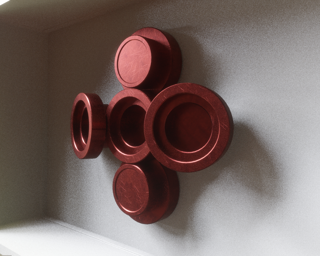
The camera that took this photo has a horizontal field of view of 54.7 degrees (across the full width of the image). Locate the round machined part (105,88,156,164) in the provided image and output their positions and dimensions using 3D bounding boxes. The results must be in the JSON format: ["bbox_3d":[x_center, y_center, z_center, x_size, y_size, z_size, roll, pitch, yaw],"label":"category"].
[{"bbox_3d":[-0.027,-0.003,0.415,0.098,0.042,0.097,0,90,40],"label":"round machined part"}]

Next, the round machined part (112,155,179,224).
[{"bbox_3d":[-0.026,0.080,0.415,0.098,0.042,0.097,0,90,40],"label":"round machined part"}]

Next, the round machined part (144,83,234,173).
[{"bbox_3d":[0.035,0.000,0.354,0.098,0.042,0.097,0,90,23],"label":"round machined part"}]

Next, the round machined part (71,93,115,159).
[{"bbox_3d":[-0.099,-0.003,0.465,0.098,0.042,0.097,0,89,57],"label":"round machined part"}]

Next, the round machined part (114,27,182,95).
[{"bbox_3d":[-0.023,-0.085,0.412,0.098,0.042,0.097,0,90,40],"label":"round machined part"}]
